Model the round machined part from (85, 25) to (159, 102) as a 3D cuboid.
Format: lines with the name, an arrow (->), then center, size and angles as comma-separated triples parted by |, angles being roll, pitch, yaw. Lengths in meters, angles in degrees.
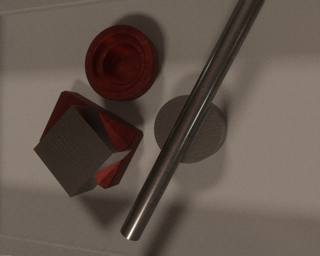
round machined part -> -0.047, -0.084, 0.417 | 0.098, 0.042, 0.097 | 0, 90, 19

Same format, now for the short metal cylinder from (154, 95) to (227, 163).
short metal cylinder -> 0.039, 0.001, 0.383 | 0.080, 0.050, 0.079 | 0, 90, 19

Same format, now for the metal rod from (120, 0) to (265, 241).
metal rod -> 0.031, -0.005, 0.345 | 0.025, 0.025, 0.298 | 30, 99, 17

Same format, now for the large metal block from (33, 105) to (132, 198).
large metal block -> -0.099, 0.028, 0.398 | 0.080, 0.050, 0.080 | -46, 76, 14

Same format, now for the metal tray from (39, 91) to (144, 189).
metal tray -> -0.100, 0.015, 0.442 | 0.130, 0.030, 0.090 | 30, 99, 17
